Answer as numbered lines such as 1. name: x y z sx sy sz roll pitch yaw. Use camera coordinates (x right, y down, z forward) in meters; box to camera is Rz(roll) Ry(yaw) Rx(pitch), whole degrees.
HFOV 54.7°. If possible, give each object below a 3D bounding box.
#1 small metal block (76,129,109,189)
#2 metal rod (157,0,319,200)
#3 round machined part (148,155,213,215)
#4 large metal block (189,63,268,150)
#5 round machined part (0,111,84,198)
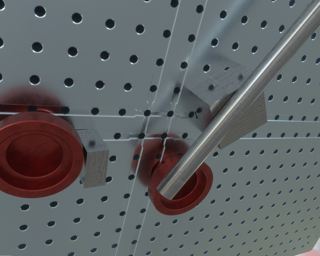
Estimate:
1. small metal block: -0.083 0.035 0.371 0.025 0.050 0.050 -5 121 -29
2. metal rod: 0.099 -0.031 0.381 0.025 0.025 0.299 33 100 -38
3. round machined part: 0.027 0.079 0.464 0.099 0.042 0.097 -14 124 -21
4. large metal block: 0.096 -0.030 0.429 0.080 0.050 0.080 -30 129 -10
5. round machined part: -0.135 0.025 0.336 0.099 0.042 0.097 -9 122 -14
